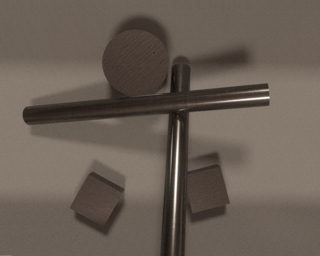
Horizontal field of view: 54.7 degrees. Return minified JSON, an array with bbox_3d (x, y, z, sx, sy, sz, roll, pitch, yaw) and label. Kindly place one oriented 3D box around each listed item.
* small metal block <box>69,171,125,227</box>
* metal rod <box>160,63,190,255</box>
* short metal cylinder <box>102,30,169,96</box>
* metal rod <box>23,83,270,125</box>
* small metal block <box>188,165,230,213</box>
[{"bbox_3d":[-0.082,0.093,0.410,0.050,0.025,0.050,29,90,-1],"label":"small metal block"},{"bbox_3d":[0.018,0.056,0.350,0.025,0.025,0.299,4,65,0],"label":"metal rod"},{"bbox_3d":[-0.030,-0.079,0.399,0.081,0.050,0.079,0,90,-1],"label":"short metal cylinder"},{"bbox_3d":[-0.028,-0.026,0.374,0.301,0.025,0.025,-4,90,14],"label":"metal rod"},{"bbox_3d":[0.060,0.080,0.412,0.050,0.025,0.050,-14,90,-1],"label":"small metal block"}]
